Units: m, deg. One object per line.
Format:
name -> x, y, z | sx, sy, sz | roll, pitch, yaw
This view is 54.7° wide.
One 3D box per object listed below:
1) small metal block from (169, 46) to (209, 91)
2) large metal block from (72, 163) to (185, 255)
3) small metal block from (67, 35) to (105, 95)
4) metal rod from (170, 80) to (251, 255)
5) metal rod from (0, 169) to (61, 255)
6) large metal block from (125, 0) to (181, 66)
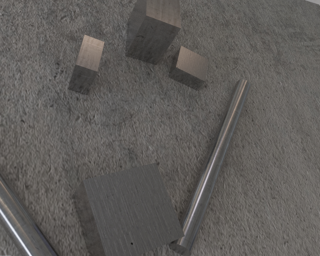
small metal block -> 0.045, -0.094, 0.485 | 0.050, 0.025, 0.050 | 24, 53, -14
large metal block -> -0.034, 0.089, 0.315 | 0.081, 0.050, 0.080 | -10, 67, -32
small metal block -> -0.092, -0.077, 0.385 | 0.025, 0.050, 0.050 | 17, 55, -19
metal rod -> 0.081, 0.030, 0.428 | 0.025, 0.025, 0.301 | 35, 51, -6
metal rod -> -0.103, 0.118, 0.276 | 0.025, 0.025, 0.300 | -33, 80, -38
large metal block -> -0.011, -0.154, 0.456 | 0.050, 0.080, 0.080 | 13, 56, -21
